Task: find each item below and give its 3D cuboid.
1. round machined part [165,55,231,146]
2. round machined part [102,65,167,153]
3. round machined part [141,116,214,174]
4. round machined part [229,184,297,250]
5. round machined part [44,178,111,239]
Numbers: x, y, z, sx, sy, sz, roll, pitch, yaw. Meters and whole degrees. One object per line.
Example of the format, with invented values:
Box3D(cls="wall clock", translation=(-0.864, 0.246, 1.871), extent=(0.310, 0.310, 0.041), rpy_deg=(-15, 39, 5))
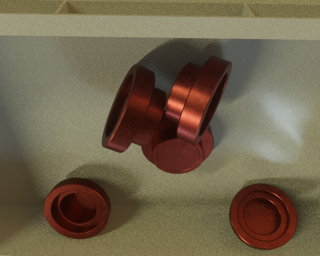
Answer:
Box3D(cls="round machined part", translation=(0.039, -0.033, 0.340), extent=(0.042, 0.098, 0.097), rpy_deg=(24, 131, 13))
Box3D(cls="round machined part", translation=(-0.027, -0.018, 0.346), extent=(0.042, 0.098, 0.097), rpy_deg=(22, 127, -17))
Box3D(cls="round machined part", translation=(0.023, 0.025, 0.419), extent=(0.099, 0.042, 0.097), rpy_deg=(0, 130, 0))
Box3D(cls="round machined part", translation=(0.159, 0.141, 0.488), extent=(0.099, 0.098, 0.042), rpy_deg=(-6, 154, 5))
Box3D(cls="round machined part", translation=(-0.125, 0.121, 0.486), extent=(0.099, 0.042, 0.097), rpy_deg=(1, 109, 2))
